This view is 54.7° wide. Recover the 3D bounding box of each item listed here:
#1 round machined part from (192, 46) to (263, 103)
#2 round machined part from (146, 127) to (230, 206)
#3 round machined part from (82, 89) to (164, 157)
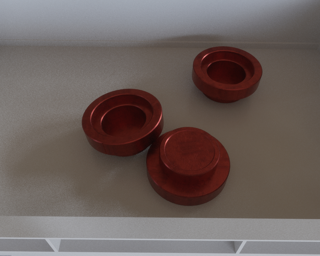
[{"bbox_3d":[0.097,-0.075,0.458,0.099,0.042,0.098,0,50,0],"label":"round machined part"},{"bbox_3d":[0.033,0.037,0.363,0.099,0.042,0.098,0,50,0],"label":"round machined part"},{"bbox_3d":[-0.044,-0.003,0.390,0.099,0.042,0.098,-4,46,4],"label":"round machined part"}]
